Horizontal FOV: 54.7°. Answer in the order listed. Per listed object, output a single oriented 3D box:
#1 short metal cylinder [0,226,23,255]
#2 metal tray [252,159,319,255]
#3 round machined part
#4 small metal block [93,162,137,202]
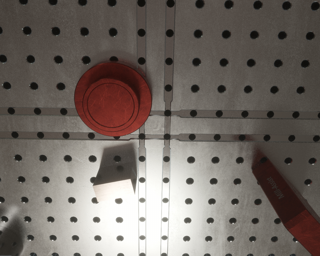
[{"bbox_3d":[-0.258,0.196,0.469,0.081,0.050,0.079,0,110,-1],"label":"short metal cylinder"},{"bbox_3d":[0.175,0.105,0.399,0.030,0.130,0.090,-42,105,14],"label":"metal tray"},{"bbox_3d":[-0.059,-0.033,0.391,0.099,0.042,0.097,0,110,-1],"label":"round machined part"},{"bbox_3d":[-0.060,0.073,0.426,0.050,0.050,0.025,-11,110,3],"label":"small metal block"}]
